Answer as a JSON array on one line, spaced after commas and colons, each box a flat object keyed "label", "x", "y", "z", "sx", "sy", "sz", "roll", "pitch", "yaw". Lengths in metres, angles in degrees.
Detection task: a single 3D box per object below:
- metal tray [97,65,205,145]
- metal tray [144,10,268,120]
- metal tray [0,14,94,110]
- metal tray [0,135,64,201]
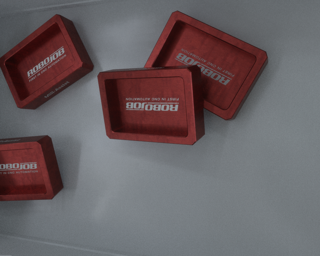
[{"label": "metal tray", "x": -0.013, "y": -0.029, "z": 0.388, "sx": 0.130, "sy": 0.030, "sz": 0.089, "roll": 3, "pitch": 108, "yaw": 28}, {"label": "metal tray", "x": 0.054, "y": -0.078, "z": 0.388, "sx": 0.130, "sy": 0.030, "sz": 0.090, "roll": 31, "pitch": 100, "yaw": 17}, {"label": "metal tray", "x": -0.174, "y": -0.097, "z": 0.469, "sx": 0.130, "sy": 0.030, "sz": 0.090, "roll": -29, "pitch": 81, "yaw": 17}, {"label": "metal tray", "x": -0.219, "y": 0.062, "z": 0.463, "sx": 0.131, "sy": 0.030, "sz": 0.089, "roll": -5, "pitch": 106, "yaw": 12}]
